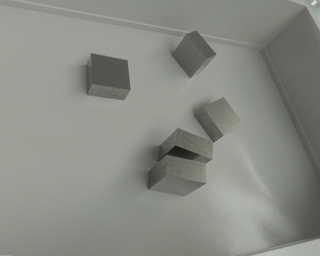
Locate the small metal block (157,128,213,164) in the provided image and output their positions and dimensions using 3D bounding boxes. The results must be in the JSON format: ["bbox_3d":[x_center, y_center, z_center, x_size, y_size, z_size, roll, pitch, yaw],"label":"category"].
[{"bbox_3d":[0.031,0.030,0.390,0.050,0.050,0.025,21,54,-16],"label":"small metal block"}]

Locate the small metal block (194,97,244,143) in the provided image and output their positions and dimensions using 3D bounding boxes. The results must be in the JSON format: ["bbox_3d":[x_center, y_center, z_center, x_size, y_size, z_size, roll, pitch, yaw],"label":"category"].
[{"bbox_3d":[0.088,-0.013,0.463,0.050,0.025,0.050,-26,76,-37],"label":"small metal block"}]

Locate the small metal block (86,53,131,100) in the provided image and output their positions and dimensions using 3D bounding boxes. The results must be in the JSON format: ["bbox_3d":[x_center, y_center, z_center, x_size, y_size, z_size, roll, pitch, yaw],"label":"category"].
[{"bbox_3d":[-0.069,-0.067,0.411,0.050,0.025,0.050,6,59,-26],"label":"small metal block"}]

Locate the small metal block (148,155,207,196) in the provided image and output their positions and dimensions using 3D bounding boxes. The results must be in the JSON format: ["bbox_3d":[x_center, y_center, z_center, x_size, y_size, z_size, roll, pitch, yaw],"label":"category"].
[{"bbox_3d":[0.019,0.058,0.366,0.050,0.050,0.025,14,56,-21],"label":"small metal block"}]

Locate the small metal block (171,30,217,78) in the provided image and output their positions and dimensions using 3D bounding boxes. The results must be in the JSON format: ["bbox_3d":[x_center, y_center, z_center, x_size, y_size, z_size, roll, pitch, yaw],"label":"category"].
[{"bbox_3d":[0.053,-0.116,0.491,0.025,0.050,0.050,-31,79,-38],"label":"small metal block"}]
